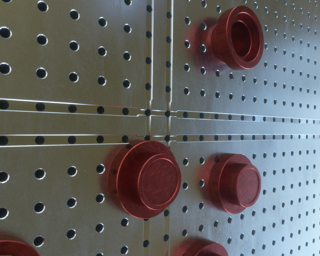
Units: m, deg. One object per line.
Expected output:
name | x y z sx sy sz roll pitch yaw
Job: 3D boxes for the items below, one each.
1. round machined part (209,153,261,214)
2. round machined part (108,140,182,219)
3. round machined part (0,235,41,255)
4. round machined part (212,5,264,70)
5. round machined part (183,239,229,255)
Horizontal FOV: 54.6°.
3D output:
round machined part | 0.128 0.091 0.504 0.099 0.042 0.097 0 90 -40
round machined part | -0.012 0.064 0.387 0.099 0.042 0.097 0 90 -40
round machined part | -0.148 0.149 0.274 0.099 0.042 0.097 0 90 -40
round machined part | 0.121 -0.141 0.498 0.099 0.042 0.097 0 90 -40
round machined part | 0.074 0.220 0.460 0.099 0.042 0.097 0 90 -40
